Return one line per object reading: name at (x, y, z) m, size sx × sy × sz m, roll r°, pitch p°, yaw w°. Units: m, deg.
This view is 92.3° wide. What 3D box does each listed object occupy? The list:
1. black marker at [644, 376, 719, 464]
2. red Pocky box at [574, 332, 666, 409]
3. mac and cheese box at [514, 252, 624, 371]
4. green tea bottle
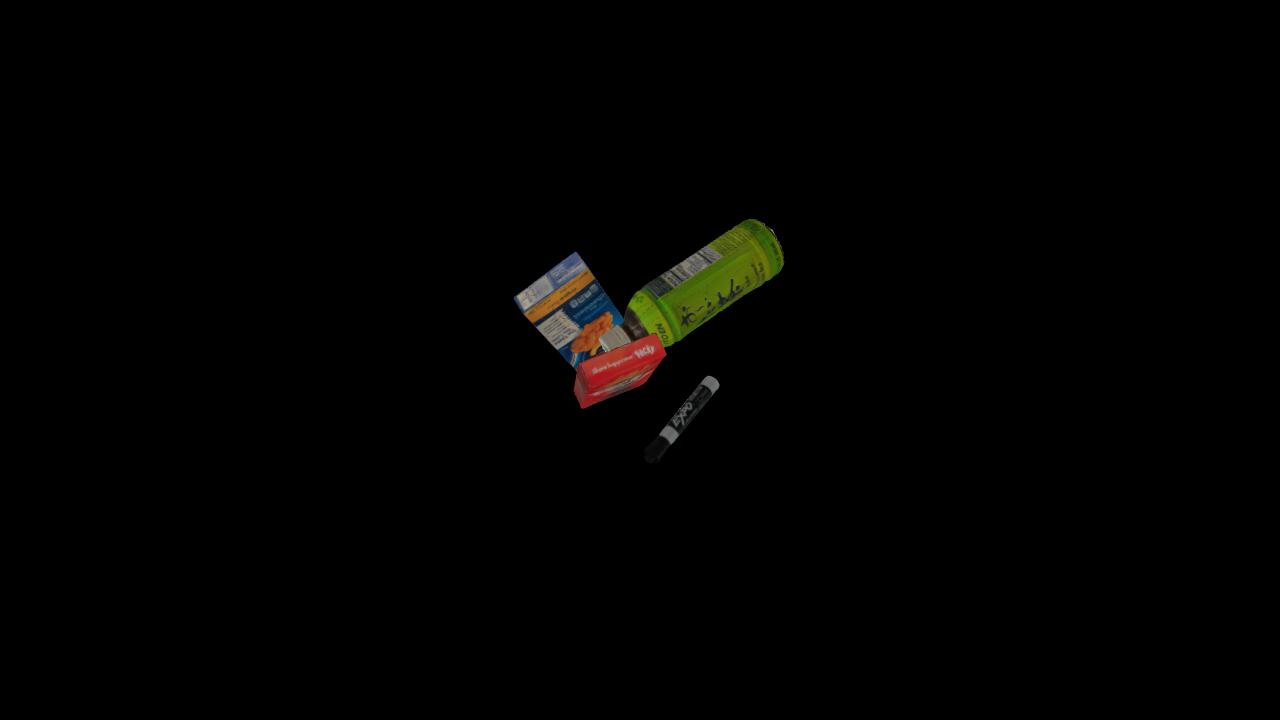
black marker at (0.044, 0.062, 0.644) m, size 0.020 × 0.020 × 0.121 m, roll 0°, pitch 40°, yaw 51°
red Pocky box at (-0.026, 0.015, 0.645) m, size 0.083 × 0.028 × 0.155 m, roll -21°, pitch -9°, yaw -12°
mac and cheese box at (-0.070, -0.044, 0.769) m, size 0.093 × 0.041 × 0.184 m, roll -37°, pitch -37°, yaw 0°
green tea bottle at (0.051, -0.069, 0.647) m, size 0.212 × 0.073 × 0.073 m, roll -32°, pitch 7°, yaw -11°
